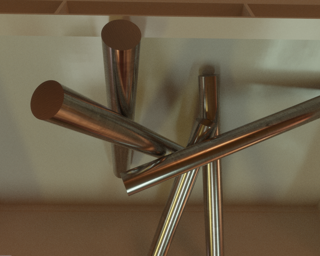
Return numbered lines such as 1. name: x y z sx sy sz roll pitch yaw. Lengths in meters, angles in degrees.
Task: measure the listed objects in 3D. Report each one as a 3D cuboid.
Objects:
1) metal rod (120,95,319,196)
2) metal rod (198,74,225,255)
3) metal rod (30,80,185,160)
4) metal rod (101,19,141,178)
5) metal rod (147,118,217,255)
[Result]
1. metal rod: 0.102 0.007 0.346 0.302 0.025 0.025 -20 131 -11
2. metal rod: 0.069 0.081 0.401 0.025 0.025 0.298 -4 106 3
3. metal rod: -0.009 0.016 0.319 0.025 0.025 0.301 -21 160 17
4. metal rod: -0.041 0.002 0.330 0.025 0.025 0.299 5 155 -5
5. metal rod: 0.011 0.127 0.403 0.025 0.025 0.298 13 111 -11
